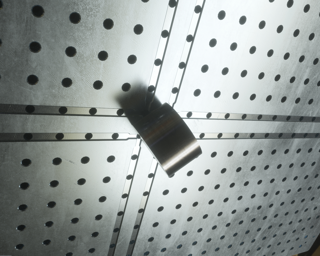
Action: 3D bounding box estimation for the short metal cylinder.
[{"bbox_3d":[0.008,0.015,0.390,0.050,0.080,0.080,-35,129,-6],"label":"short metal cylinder"}]
